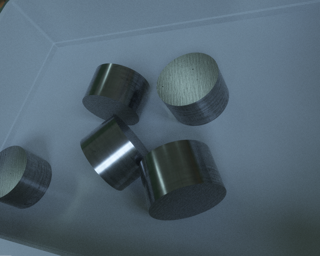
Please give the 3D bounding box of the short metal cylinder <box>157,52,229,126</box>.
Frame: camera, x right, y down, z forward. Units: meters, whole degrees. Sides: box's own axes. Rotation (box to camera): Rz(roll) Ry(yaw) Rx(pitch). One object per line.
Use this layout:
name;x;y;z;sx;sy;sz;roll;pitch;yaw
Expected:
short metal cylinder;0.043;-0.049;0.398;0.080;0.050;0.080;-13;56;21

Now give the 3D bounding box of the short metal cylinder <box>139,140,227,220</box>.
short metal cylinder;0.022;0.056;0.324;0.080;0.080;0.050;-26;53;12

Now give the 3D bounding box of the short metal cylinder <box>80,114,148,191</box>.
short metal cylinder;-0.051;0.029;0.379;0.050;0.080;0.080;-39;51;2

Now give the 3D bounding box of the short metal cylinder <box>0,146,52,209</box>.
short metal cylinder;-0.209;0.073;0.455;0.080;0.050;0.080;-13;56;21

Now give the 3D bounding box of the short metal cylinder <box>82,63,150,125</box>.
short metal cylinder;-0.060;-0.045;0.429;0.080;0.080;0.050;3;64;30
